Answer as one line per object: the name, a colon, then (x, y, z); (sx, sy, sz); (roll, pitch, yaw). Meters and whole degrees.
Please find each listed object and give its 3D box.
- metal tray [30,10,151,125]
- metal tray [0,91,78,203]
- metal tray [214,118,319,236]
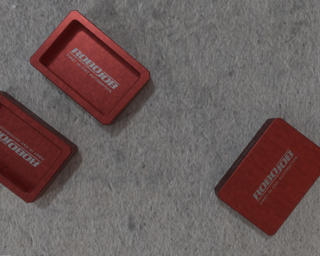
metal tray: (-0.088, -0.076, 0.406); (0.130, 0.030, 0.090); (40, 90, -1)
metal tray: (-0.188, 0.023, 0.404); (0.130, 0.030, 0.090); (38, 90, -1)
metal tray: (0.147, 0.062, 0.410); (0.090, 0.030, 0.130); (37, 90, -1)
